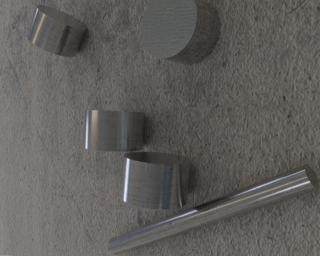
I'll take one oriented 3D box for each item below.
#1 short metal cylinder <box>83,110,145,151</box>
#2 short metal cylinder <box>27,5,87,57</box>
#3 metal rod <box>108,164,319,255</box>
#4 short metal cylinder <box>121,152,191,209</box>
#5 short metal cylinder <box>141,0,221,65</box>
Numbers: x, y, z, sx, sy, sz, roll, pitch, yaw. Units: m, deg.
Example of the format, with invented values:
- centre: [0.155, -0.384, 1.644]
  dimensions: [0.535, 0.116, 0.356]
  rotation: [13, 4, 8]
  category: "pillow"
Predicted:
- centre: [-0.062, 0.002, 0.420]
  dimensions: [0.080, 0.081, 0.050]
  rotation: [4, 93, 40]
  category: "short metal cylinder"
- centre: [-0.168, -0.159, 0.508]
  dimensions: [0.080, 0.081, 0.050]
  rotation: [44, 116, 31]
  category: "short metal cylinder"
- centre: [0.037, 0.110, 0.374]
  dimensions: [0.299, 0.025, 0.025]
  rotation: [-32, 70, 35]
  category: "metal rod"
- centre: [-0.005, 0.060, 0.373]
  dimensions: [0.080, 0.081, 0.050]
  rotation: [8, 95, 39]
  category: "short metal cylinder"
- centre: [0.024, -0.119, 0.369]
  dimensions: [0.080, 0.050, 0.079]
  rotation: [0, 90, 40]
  category: "short metal cylinder"
